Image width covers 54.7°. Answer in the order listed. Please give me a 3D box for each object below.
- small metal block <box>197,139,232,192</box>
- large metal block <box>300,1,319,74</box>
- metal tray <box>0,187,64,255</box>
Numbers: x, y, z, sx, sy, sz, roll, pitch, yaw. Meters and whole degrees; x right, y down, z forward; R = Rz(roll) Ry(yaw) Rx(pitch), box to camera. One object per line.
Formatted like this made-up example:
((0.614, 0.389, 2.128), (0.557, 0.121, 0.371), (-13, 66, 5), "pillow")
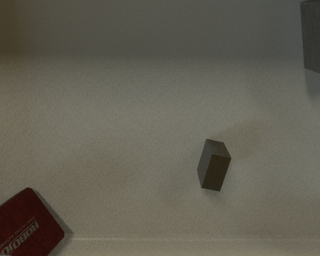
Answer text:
((0.071, 0.049, 0.417), (0.025, 0.050, 0.050), (12, 110, -5), "small metal block")
((0.217, -0.113, 0.359), (0.080, 0.050, 0.079), (-12, 110, 4), "large metal block")
((-0.193, 0.147, 0.398), (0.030, 0.131, 0.090), (-30, 98, 25), "metal tray")
